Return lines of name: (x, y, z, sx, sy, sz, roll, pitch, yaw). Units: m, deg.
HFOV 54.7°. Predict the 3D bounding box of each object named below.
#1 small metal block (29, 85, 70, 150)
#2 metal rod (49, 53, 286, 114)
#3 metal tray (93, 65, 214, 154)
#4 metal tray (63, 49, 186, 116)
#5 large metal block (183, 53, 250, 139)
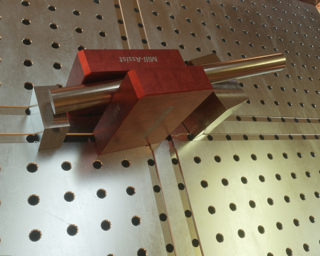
small metal block: (-0.121, -0.011, 0.334, 0.025, 0.050, 0.050, -9, 66, -32)
metal rod: (0.029, -0.058, 0.364, 0.303, 0.025, 0.025, -14, 69, -24)
metal tray: (-0.012, -0.017, 0.346, 0.091, 0.129, 0.030, -10, 68, -33)
metal tray: (-0.042, -0.056, 0.378, 0.131, 0.090, 0.030, -9, 68, -33)
large metal block: (0.062, -0.044, 0.434, 0.050, 0.080, 0.080, -25, 76, -37)
